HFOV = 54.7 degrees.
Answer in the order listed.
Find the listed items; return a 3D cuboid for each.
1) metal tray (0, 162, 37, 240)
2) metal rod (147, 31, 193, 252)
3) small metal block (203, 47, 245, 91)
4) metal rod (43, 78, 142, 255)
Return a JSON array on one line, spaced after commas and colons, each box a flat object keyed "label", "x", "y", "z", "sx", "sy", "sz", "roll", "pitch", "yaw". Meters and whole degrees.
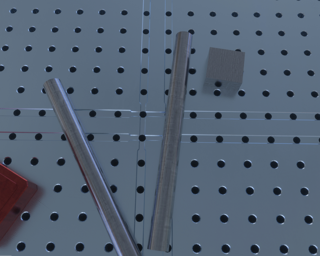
[{"label": "metal tray", "x": -0.233, "y": 0.075, "z": 0.378, "sx": 0.130, "sy": 0.030, "sz": 0.090, "roll": 29, "pitch": 72, "yaw": 9}, {"label": "metal rod", "x": 0.017, "y": 0.003, "z": 0.410, "sx": 0.025, "sy": 0.025, "sz": 0.299, "roll": 7, "pitch": 70, "yaw": 2}, {"label": "small metal block", "x": 0.092, "y": -0.084, "z": 0.444, "sx": 0.050, "sy": 0.025, "sz": 0.050, "roll": 9, "pitch": 70, "yaw": 3}, {"label": "metal rod", "x": -0.081, "y": 0.063, "z": 0.387, "sx": 0.025, "sy": 0.025, "sz": 0.299, "roll": -26, "pitch": 72, "yaw": -9}]
